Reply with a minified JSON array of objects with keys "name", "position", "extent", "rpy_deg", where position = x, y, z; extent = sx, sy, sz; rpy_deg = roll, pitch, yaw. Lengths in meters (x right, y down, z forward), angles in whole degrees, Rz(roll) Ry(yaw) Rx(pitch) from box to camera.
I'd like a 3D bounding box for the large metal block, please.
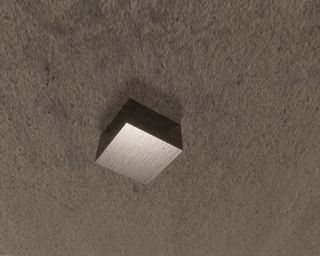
[{"name":"large metal block","position":[-0.028,0.020,0.408],"extent":[0.080,0.050,0.080],"rpy_deg":[27,125,-22]}]
